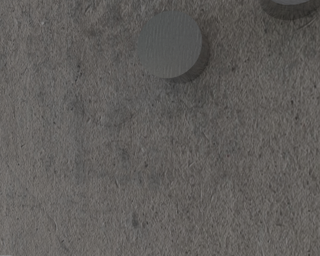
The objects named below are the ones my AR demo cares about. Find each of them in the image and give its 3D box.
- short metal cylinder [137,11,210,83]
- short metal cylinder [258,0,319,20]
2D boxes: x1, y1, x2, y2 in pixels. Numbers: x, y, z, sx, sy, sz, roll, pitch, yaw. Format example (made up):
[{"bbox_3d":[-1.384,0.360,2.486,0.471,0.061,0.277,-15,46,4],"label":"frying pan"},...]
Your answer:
[{"bbox_3d":[0.019,-0.099,0.389,0.080,0.050,0.080,0,90,20],"label":"short metal cylinder"},{"bbox_3d":[0.148,-0.168,0.343,0.080,0.050,0.080,0,90,20],"label":"short metal cylinder"}]
